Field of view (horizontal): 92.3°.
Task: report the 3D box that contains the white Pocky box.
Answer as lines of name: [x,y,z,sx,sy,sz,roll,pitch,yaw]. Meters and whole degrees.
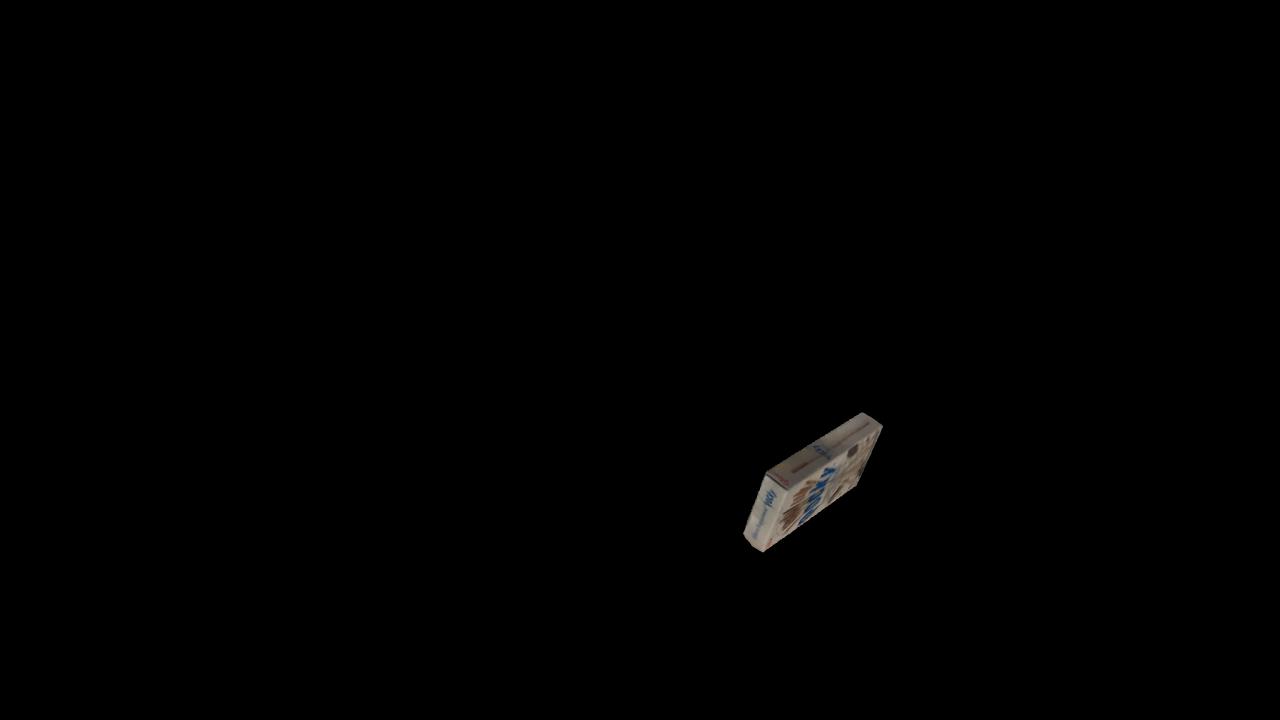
white Pocky box: [0.163,0.111,0.573,0.154,0.084,0.028,-21,44,-36]
